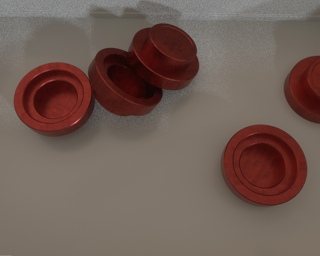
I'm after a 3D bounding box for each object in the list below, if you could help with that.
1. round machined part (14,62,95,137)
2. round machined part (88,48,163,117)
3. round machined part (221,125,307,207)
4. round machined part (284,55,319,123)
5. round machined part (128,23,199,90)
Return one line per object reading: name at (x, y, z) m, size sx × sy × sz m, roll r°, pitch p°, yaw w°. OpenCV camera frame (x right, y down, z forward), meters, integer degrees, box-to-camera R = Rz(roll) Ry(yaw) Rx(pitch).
round machined part at (-0.135, -0.034, 0.412) m, size 0.099 × 0.042 × 0.098 m, roll 0°, pitch 70°, yaw -1°
round machined part at (-0.048, -0.054, 0.402) m, size 0.098 × 0.042 × 0.098 m, roll 26°, pitch 39°, yaw -24°
round machined part at (0.124, 0.048, 0.385) m, size 0.099 × 0.042 × 0.098 m, roll 0°, pitch 70°, yaw -1°
round machined part at (0.227, -0.058, 0.425) m, size 0.099 × 0.042 × 0.098 m, roll 0°, pitch 70°, yaw 0°
round machined part at (0.010, -0.102, 0.417) m, size 0.099 × 0.042 × 0.098 m, roll 14°, pitch 52°, yaw -19°
